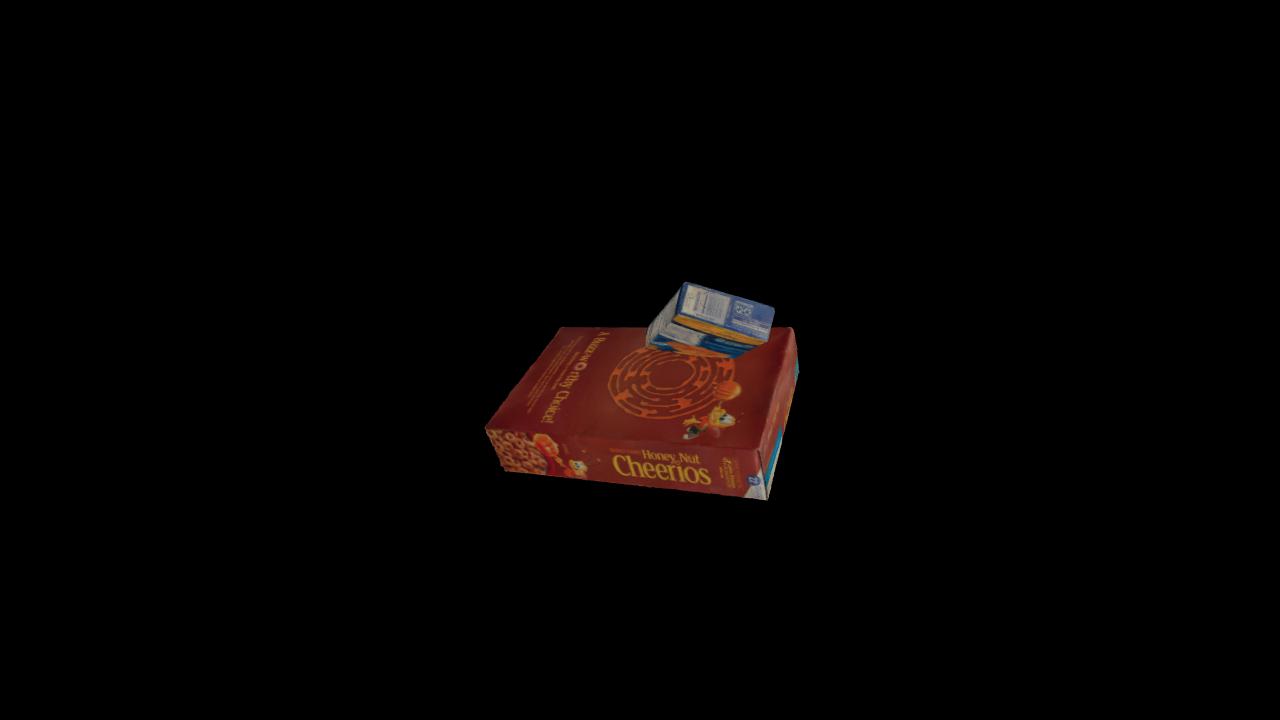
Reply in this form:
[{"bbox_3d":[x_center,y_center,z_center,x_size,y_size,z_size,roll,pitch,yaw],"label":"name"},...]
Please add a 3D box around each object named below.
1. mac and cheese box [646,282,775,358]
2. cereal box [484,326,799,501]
[{"bbox_3d":[0.064,-0.029,0.657,0.093,0.041,0.184,14,-13,-7],"label":"mac and cheese box"},{"bbox_3d":[0.010,0.046,0.691,0.306,0.081,0.203,2,37,22],"label":"cereal box"}]
